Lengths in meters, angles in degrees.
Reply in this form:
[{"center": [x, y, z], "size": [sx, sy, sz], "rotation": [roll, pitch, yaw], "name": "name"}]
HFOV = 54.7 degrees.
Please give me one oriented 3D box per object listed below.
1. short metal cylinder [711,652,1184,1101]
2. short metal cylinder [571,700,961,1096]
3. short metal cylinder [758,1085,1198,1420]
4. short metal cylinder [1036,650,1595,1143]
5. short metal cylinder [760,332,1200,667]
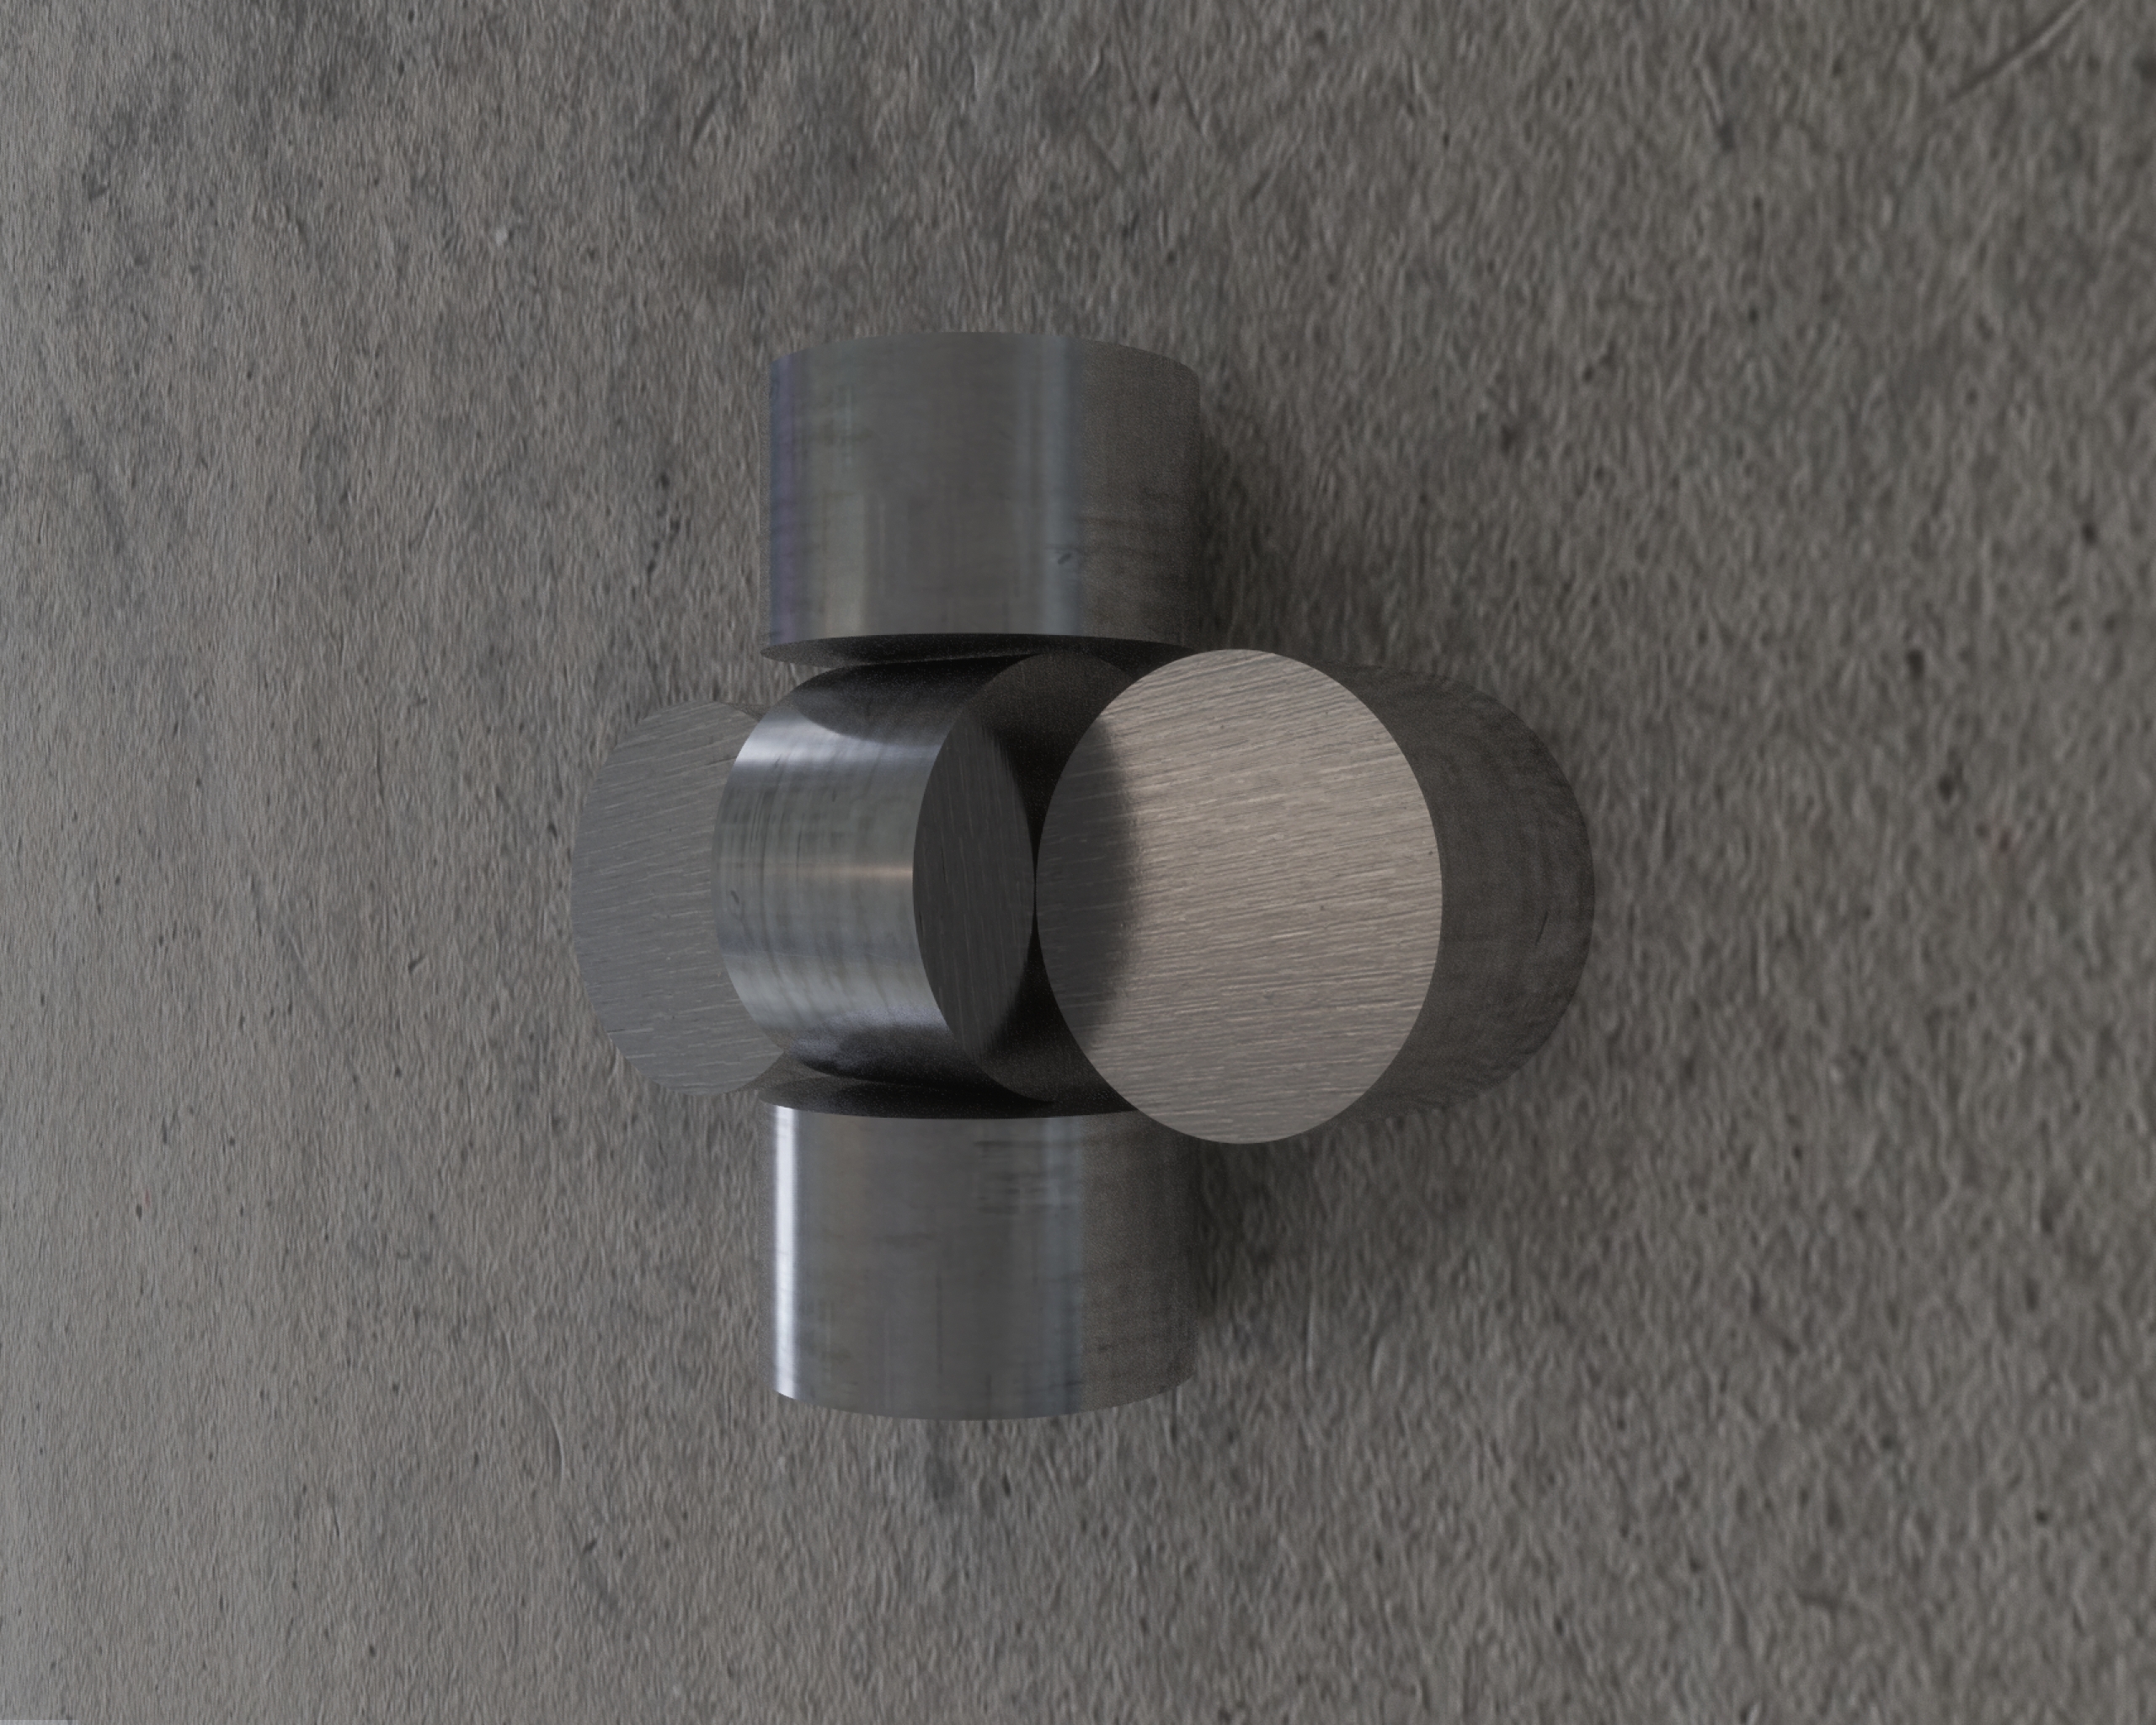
[{"center": [-0.020, 0.002, 0.386], "size": [0.050, 0.081, 0.080], "rotation": [1, 91, 40], "name": "short metal cylinder"}, {"center": [-0.061, 0.007, 0.440], "size": [0.080, 0.050, 0.080], "rotation": [0, 90, 40], "name": "short metal cylinder"}, {"center": [-0.018, 0.067, 0.384], "size": [0.080, 0.081, 0.050], "rotation": [0, 90, 40], "name": "short metal cylinder"}, {"center": [0.040, 0.005, 0.356], "size": [0.080, 0.050, 0.080], "rotation": [0, 90, 40], "name": "short metal cylinder"}, {"center": [-0.018, -0.063, 0.384], "size": [0.080, 0.081, 0.050], "rotation": [0, 90, 40], "name": "short metal cylinder"}]
